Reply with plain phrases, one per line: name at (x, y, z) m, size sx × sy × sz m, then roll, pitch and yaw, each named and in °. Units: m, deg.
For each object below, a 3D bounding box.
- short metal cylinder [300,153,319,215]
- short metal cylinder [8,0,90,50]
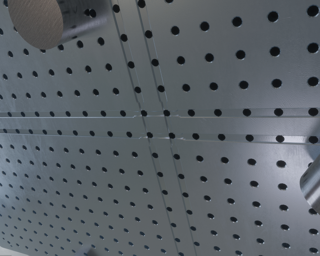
short metal cylinder at (0.191, 0.056, 0.309) m, size 0.080 × 0.080 × 0.050 m, roll 27°, pitch 128°, yaw 11°
short metal cylinder at (-0.135, -0.142, 0.378) m, size 0.080 × 0.050 × 0.079 m, roll 13°, pitch 124°, yaw 20°
